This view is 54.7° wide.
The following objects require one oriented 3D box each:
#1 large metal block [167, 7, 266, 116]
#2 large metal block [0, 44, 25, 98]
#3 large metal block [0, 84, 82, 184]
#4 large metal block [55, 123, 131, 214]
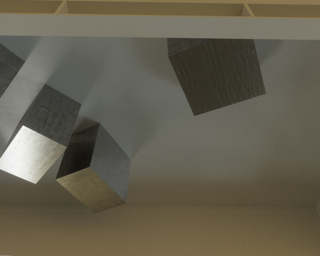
[{"bbox_3d":[0.060,-0.069,0.334,0.080,0.050,0.080,-18,128,14],"label":"large metal block"},{"bbox_3d":[-0.203,-0.044,0.333,0.080,0.080,0.050,-35,122,26],"label":"large metal block"},{"bbox_3d":[-0.146,0.007,0.377,0.050,0.080,0.080,32,123,-24],"label":"large metal block"},{"bbox_3d":[-0.085,0.054,0.418,0.050,0.080,0.080,-22,127,17],"label":"large metal block"}]
